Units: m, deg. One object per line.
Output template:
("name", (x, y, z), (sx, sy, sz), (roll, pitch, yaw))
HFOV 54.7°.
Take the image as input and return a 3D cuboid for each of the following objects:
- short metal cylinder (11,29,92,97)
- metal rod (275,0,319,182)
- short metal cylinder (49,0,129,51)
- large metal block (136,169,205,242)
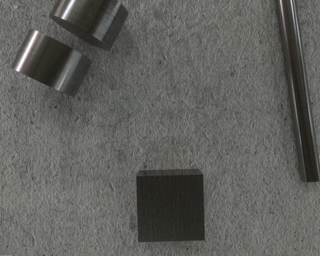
("short metal cylinder", (-0.132, -0.078, 0.381), (0.080, 0.080, 0.050), (26, 90, 0))
("metal rod", (0.180, -0.078, 0.411), (0.025, 0.025, 0.298), (-8, 90, 0))
("short metal cylinder", (-0.086, -0.138, 0.382), (0.080, 0.080, 0.050), (27, 90, 0))
("large metal block", (0.013, 0.097, 0.398), (0.081, 0.050, 0.080), (-2, 90, 0))
